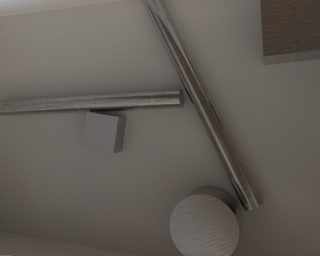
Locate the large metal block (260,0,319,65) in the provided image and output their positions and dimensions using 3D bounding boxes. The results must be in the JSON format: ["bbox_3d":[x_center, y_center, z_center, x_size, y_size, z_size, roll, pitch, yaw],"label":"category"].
[{"bbox_3d":[0.155,-0.118,0.343,0.080,0.050,0.079,-3,89,19],"label":"large metal block"}]

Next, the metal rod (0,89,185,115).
[{"bbox_3d":[-0.114,-0.035,0.449,0.301,0.025,0.025,-1,90,19],"label":"metal rod"}]

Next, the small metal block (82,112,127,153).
[{"bbox_3d":[-0.078,0.006,0.437,0.050,0.025,0.050,9,93,19],"label":"small metal block"}]

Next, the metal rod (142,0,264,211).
[{"bbox_3d":[0.050,-0.040,0.392,0.025,0.025,0.299,-28,81,17],"label":"metal rod"}]

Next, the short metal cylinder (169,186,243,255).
[{"bbox_3d":[0.058,0.115,0.376,0.080,0.050,0.079,0,90,19],"label":"short metal cylinder"}]
